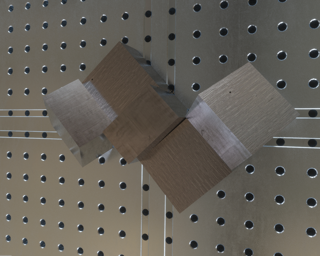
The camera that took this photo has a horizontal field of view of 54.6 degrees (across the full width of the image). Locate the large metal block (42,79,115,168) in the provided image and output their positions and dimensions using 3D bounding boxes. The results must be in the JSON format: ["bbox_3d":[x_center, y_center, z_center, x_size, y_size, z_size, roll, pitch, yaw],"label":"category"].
[{"bbox_3d":[-0.106,-0.004,0.414,0.050,0.080,0.080,-34,76,-23],"label":"large metal block"}]

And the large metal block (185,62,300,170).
[{"bbox_3d":[0.090,-0.014,0.345,0.080,0.050,0.080,-34,76,-24],"label":"large metal block"}]

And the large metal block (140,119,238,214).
[{"bbox_3d":[0.036,0.045,0.386,0.080,0.050,0.080,-43,75,15],"label":"large metal block"}]

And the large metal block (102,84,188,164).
[{"bbox_3d":[-0.011,-0.004,0.387,0.080,0.080,0.050,-44,78,15],"label":"large metal block"}]

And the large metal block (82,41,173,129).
[{"bbox_3d":[-0.045,-0.054,0.415,0.080,0.050,0.080,-44,77,16],"label":"large metal block"}]
